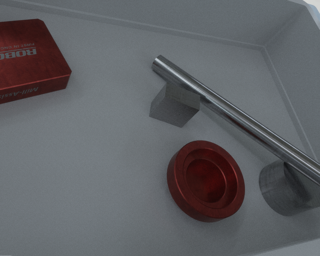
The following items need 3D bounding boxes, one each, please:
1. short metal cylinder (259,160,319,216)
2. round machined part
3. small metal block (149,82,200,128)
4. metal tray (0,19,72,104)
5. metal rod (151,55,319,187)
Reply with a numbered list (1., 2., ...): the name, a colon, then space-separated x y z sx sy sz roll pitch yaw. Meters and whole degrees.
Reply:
1. short metal cylinder: 0.192 0.081 0.446 0.081 0.050 0.080 14 56 -21
2. round machined part: 0.052 0.068 0.383 0.099 0.042 0.098 14 56 -21
3. small metal block: 0.020 -0.030 0.420 0.050 0.050 0.025 19 54 -18
4. metal tray: -0.181 -0.075 0.351 0.131 0.030 0.090 -22 73 -36
5. metal rod: 0.112 -0.011 0.434 0.300 0.025 0.025 37 50 13
